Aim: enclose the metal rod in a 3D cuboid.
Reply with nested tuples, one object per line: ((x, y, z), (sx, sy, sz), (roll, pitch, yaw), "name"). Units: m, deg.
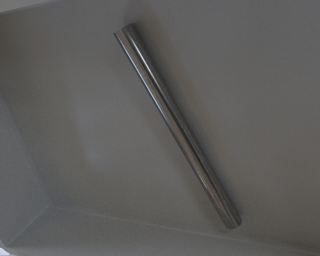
((0.030, 0.009, 0.397), (0.025, 0.025, 0.299), (-20, 108, 35), "metal rod")
